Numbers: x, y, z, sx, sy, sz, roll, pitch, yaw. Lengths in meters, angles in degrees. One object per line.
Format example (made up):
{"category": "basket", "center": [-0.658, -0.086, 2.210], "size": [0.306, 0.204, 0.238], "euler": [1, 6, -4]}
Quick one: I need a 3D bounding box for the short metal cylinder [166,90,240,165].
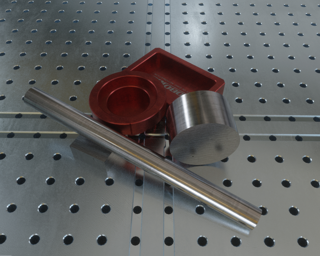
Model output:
{"category": "short metal cylinder", "center": [0.049, 0.001, 0.370], "size": [0.081, 0.080, 0.050], "euler": [-3, 50, -3]}

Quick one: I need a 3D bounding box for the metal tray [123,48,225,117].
{"category": "metal tray", "center": [0.017, -0.063, 0.457], "size": [0.130, 0.030, 0.090], "euler": [32, 56, 24]}

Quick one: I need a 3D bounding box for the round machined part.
{"category": "round machined part", "center": [-0.041, -0.028, 0.409], "size": [0.099, 0.042, 0.098], "euler": [-1, 50, 1]}

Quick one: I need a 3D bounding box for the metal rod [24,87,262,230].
{"category": "metal rod", "center": [-0.028, 0.029, 0.356], "size": [0.301, 0.025, 0.025], "euler": [28, 55, 10]}

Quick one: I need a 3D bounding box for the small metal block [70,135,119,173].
{"category": "small metal block", "center": [-0.075, 0.022, 0.389], "size": [0.050, 0.025, 0.050], "euler": [22, 53, 17]}
